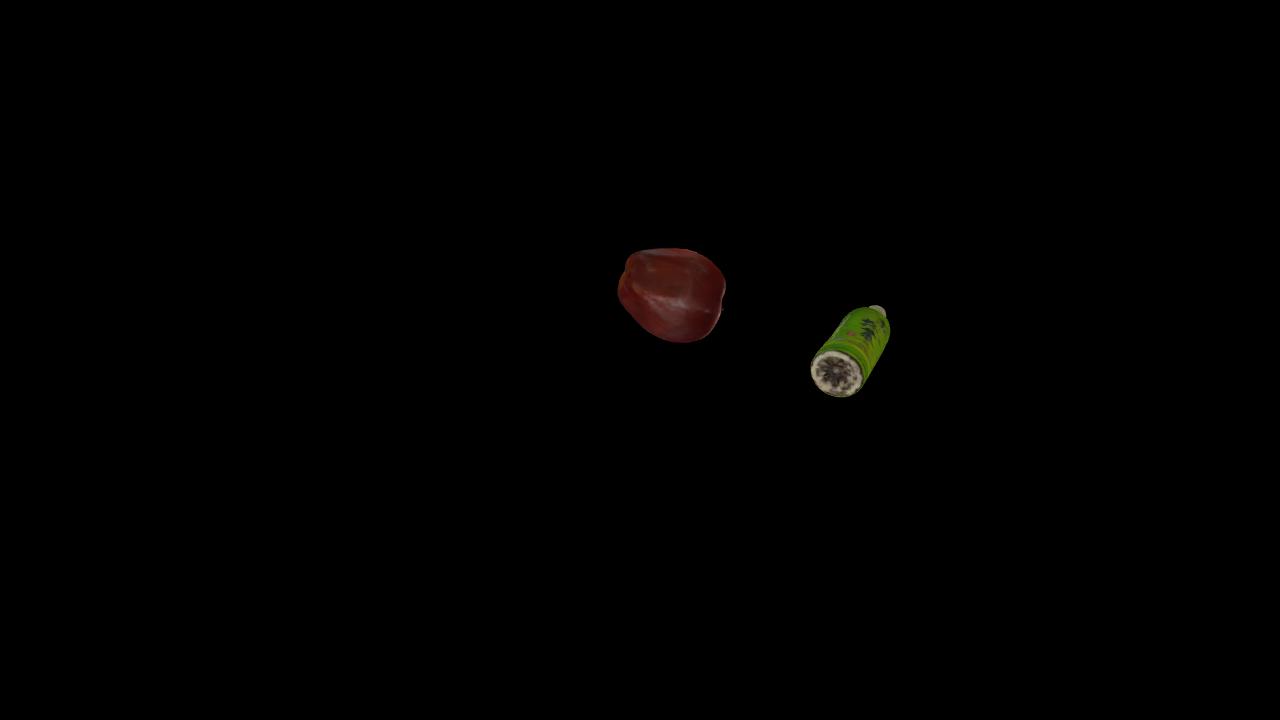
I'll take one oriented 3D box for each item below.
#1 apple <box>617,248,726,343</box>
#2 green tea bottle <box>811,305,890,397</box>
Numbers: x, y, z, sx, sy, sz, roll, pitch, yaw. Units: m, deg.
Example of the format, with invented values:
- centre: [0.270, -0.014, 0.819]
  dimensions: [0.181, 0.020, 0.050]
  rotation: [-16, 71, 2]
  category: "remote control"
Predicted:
- centre: [0.028, -0.056, 0.519]
  dimensions: [0.093, 0.079, 0.079]
  rotation: [19, -3, -10]
  category: "apple"
- centre: [0.299, -0.024, 0.845]
  dimensions: [0.073, 0.073, 0.212]
  rotation: [0, 23, 34]
  category: "green tea bottle"
